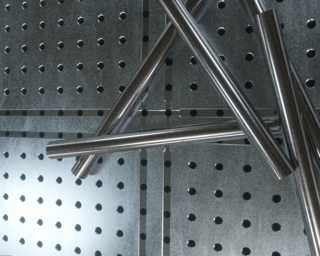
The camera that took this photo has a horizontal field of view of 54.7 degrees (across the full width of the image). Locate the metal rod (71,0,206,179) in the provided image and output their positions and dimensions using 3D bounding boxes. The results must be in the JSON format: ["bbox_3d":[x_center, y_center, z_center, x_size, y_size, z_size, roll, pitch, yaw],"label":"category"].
[{"bbox_3d":[-0.034,-0.053,0.423,0.025,0.025,0.299,38,102,15],"label":"metal rod"}]

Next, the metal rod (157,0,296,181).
[{"bbox_3d":[0.060,-0.076,0.361,0.025,0.025,0.299,-34,78,16],"label":"metal rod"}]

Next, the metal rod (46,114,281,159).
[{"bbox_3d":[-0.005,0.013,0.396,0.301,0.025,0.025,-7,88,13],"label":"metal rod"}]

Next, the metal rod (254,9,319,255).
[{"bbox_3d":[0.151,0.021,0.341,0.025,0.025,0.298,-14,92,19],"label":"metal rod"}]

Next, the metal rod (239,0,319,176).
[{"bbox_3d":[0.163,-0.022,0.355,0.025,0.025,0.299,-24,82,18],"label":"metal rod"}]
